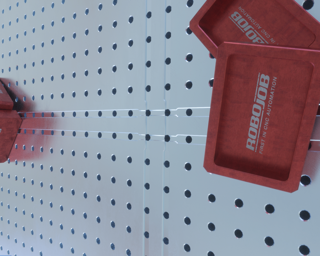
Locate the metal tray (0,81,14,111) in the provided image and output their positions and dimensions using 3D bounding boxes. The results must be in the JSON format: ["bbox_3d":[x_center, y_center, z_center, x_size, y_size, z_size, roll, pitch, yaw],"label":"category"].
[{"bbox_3d":[-0.379,-0.051,0.706,0.130,0.030,0.089,43,116,37],"label":"metal tray"}]

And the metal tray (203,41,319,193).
[{"bbox_3d":[0.095,-0.012,0.292,0.090,0.030,0.129,12,111,21],"label":"metal tray"}]

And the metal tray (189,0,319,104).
[{"bbox_3d":[0.099,-0.099,0.322,0.090,0.030,0.130,-48,62,29],"label":"metal tray"}]

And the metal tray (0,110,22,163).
[{"bbox_3d":[-0.362,0.021,0.660,0.030,0.091,0.129,46,117,30],"label":"metal tray"}]
